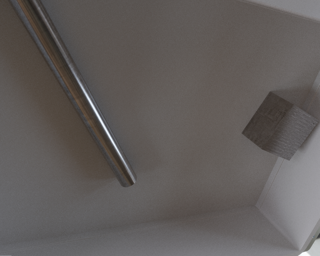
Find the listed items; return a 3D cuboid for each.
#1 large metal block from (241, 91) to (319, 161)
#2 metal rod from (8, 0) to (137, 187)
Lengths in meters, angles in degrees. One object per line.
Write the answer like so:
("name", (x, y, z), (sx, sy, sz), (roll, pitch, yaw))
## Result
("large metal block", (0.194, -0.002, 0.500), (0.080, 0.050, 0.080), (20, 107, -36))
("metal rod", (-0.088, -0.037, 0.338), (0.025, 0.025, 0.299), (-30, 129, -10))
